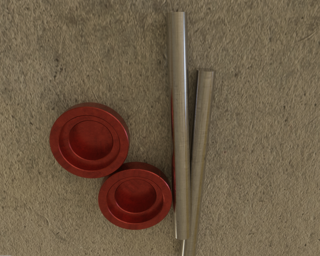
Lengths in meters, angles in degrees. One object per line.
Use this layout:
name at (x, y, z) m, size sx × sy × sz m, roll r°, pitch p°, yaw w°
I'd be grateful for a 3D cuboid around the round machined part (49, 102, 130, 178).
round machined part at (-0.088, 0.013, 0.405) m, size 0.099 × 0.042 × 0.097 m, roll 0°, pitch 110°, yaw 0°

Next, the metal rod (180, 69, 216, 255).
metal rod at (0.050, 0.068, 0.435) m, size 0.025 × 0.025 × 0.298 m, roll 2°, pitch 110°, yaw -1°

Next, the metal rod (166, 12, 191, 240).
metal rod at (0.026, 0.009, 0.401) m, size 0.025 × 0.025 × 0.298 m, roll -2°, pitch 106°, yaw 1°

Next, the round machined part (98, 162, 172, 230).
round machined part at (-0.034, 0.089, 0.431) m, size 0.099 × 0.042 × 0.097 m, roll -1°, pitch 112°, yaw -3°
